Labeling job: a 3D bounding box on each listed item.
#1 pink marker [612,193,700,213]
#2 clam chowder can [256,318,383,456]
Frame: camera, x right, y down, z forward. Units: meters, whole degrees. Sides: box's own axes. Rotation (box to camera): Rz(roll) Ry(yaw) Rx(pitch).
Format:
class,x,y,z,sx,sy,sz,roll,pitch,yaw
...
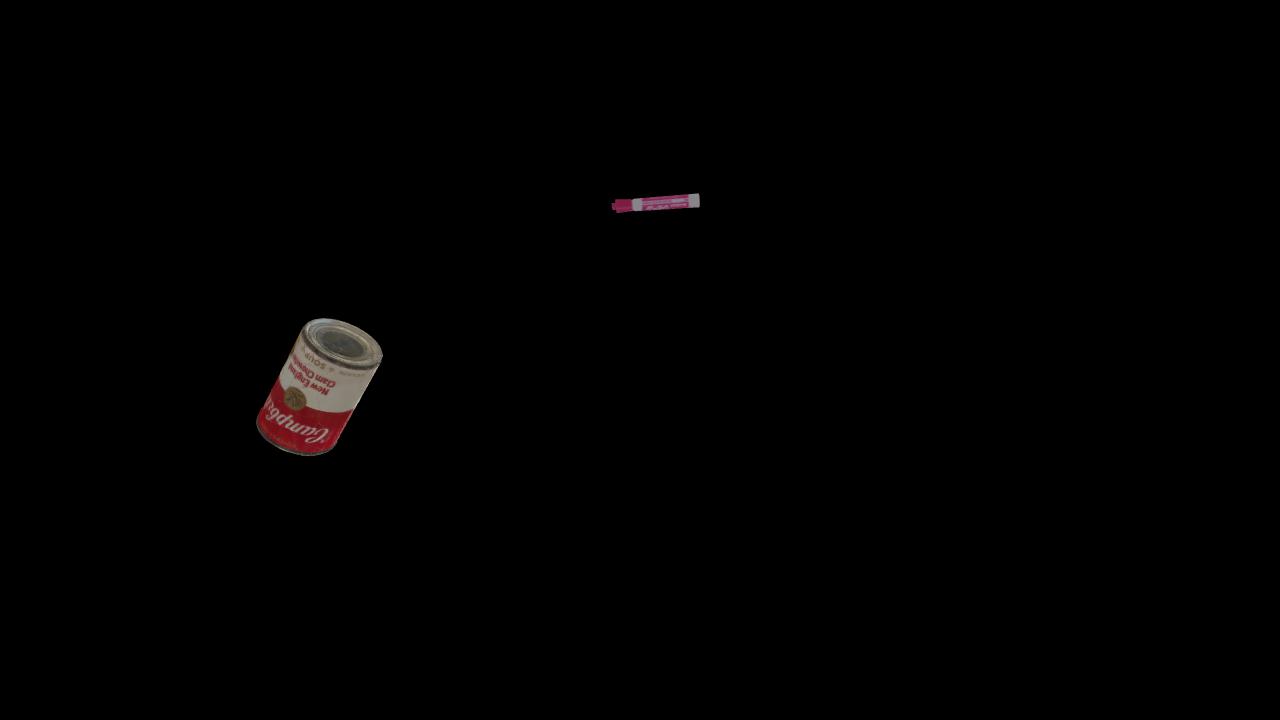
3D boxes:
class,x,y,z,sx,sy,sz,roll,pitch,yaw
pink marker,0.021,-0.216,0.848,0.121,0.020,0.020,-4,0,2
clam chowder can,-0.276,0.023,0.532,0.068,0.102,0.068,32,17,-11
